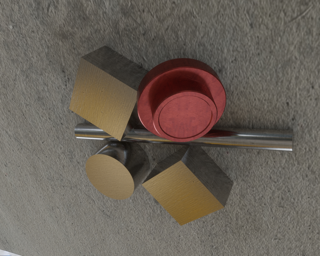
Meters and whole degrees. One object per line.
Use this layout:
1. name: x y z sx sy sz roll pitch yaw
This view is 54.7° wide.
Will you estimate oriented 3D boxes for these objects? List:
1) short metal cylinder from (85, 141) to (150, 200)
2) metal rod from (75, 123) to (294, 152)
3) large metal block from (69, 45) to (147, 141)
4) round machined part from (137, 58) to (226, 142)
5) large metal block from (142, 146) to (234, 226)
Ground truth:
1. short metal cylinder: -0.062 0.059 0.459 0.080 0.050 0.079 13 124 20
2. metal rod: 0.012 0.009 0.408 0.301 0.025 0.025 2 119 27
3. large metal block: -0.060 -0.044 0.392 0.080 0.050 0.079 32 128 7
4. round machined part: 0.024 -0.023 0.339 0.099 0.042 0.097 -4 129 -5
5. large metal block: 0.037 0.075 0.418 0.080 0.050 0.080 48 129 -6
